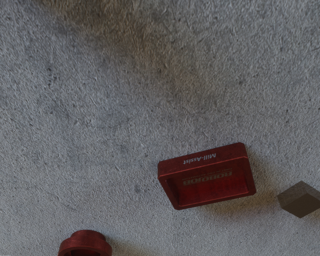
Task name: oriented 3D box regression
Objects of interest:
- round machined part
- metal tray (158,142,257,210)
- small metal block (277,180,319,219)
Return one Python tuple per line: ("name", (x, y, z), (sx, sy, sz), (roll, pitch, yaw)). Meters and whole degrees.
("round machined part", (-0.140, 0.231, 0.591), (0.099, 0.042, 0.097), (0, 130, 0))
("metal tray", (0.072, 0.076, 0.469), (0.130, 0.030, 0.090), (-15, 129, 12))
("small metal block", (0.233, 0.119, 0.511), (0.050, 0.025, 0.050), (30, 124, -23))
